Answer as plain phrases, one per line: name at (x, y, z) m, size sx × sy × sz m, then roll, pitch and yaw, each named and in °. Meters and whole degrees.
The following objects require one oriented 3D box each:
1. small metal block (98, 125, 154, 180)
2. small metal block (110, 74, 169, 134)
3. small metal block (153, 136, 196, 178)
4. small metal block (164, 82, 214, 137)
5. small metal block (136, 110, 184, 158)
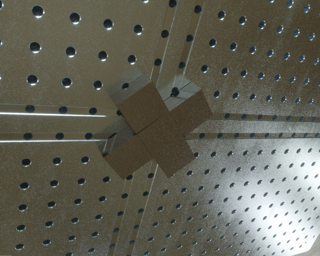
small metal block at (-0.045, 0.033, 0.408) m, size 0.050 × 0.025 × 0.050 m, roll -36°, pitch 129°, yaw -5°
small metal block at (-0.024, -0.029, 0.381) m, size 0.050 × 0.025 × 0.050 m, roll -35°, pitch 129°, yaw -5°
small metal block at (0.017, 0.036, 0.444) m, size 0.050 × 0.025 × 0.050 m, roll -35°, pitch 129°, yaw -5°
small metal block at (0.038, -0.025, 0.417) m, size 0.050 × 0.025 × 0.050 m, roll -36°, pitch 129°, yaw -5°
small metal block at (-0.003, 0.004, 0.412) m, size 0.050 × 0.025 × 0.050 m, roll -36°, pitch 129°, yaw -5°
